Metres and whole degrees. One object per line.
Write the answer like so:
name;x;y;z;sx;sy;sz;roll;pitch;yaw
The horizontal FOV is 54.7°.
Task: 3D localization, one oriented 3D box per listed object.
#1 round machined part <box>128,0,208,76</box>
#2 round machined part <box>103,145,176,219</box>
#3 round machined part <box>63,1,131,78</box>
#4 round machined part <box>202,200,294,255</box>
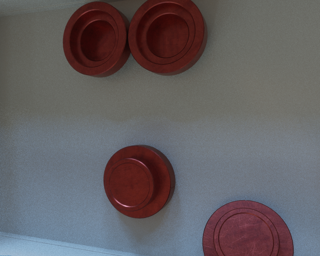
round machined part;0.012;-0.115;0.396;0.098;0.042;0.097;0;90;19
round machined part;-0.032;0.072;0.412;0.098;0.042;0.097;0;90;19
round machined part;-0.081;-0.118;0.428;0.098;0.042;0.097;0;90;21
round machined part;0.096;0.128;0.345;0.098;0.042;0.098;-8;58;13
